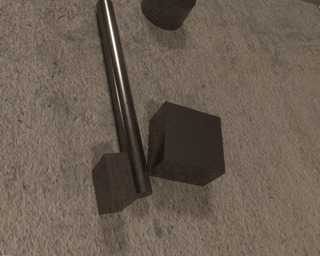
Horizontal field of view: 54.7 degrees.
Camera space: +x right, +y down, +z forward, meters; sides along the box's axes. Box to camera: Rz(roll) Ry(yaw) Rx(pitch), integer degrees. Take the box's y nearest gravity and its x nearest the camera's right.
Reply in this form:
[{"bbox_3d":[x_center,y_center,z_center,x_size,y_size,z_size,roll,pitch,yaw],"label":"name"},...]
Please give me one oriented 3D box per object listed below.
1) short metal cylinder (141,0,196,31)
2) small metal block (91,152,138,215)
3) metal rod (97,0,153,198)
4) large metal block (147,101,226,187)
[{"bbox_3d":[0.014,-0.214,0.528,0.081,0.050,0.080,14,56,-21],"label":"short metal cylinder"},{"bbox_3d":[-0.050,0.059,0.326,0.025,0.050,0.050,-2,63,-29],"label":"small metal block"},{"bbox_3d":[-0.053,-0.056,0.410,0.025,0.025,0.299,1,61,-28],"label":"metal rod"},{"bbox_3d":[0.032,0.022,0.393,0.081,0.050,0.080,15,56,-20],"label":"large metal block"}]
